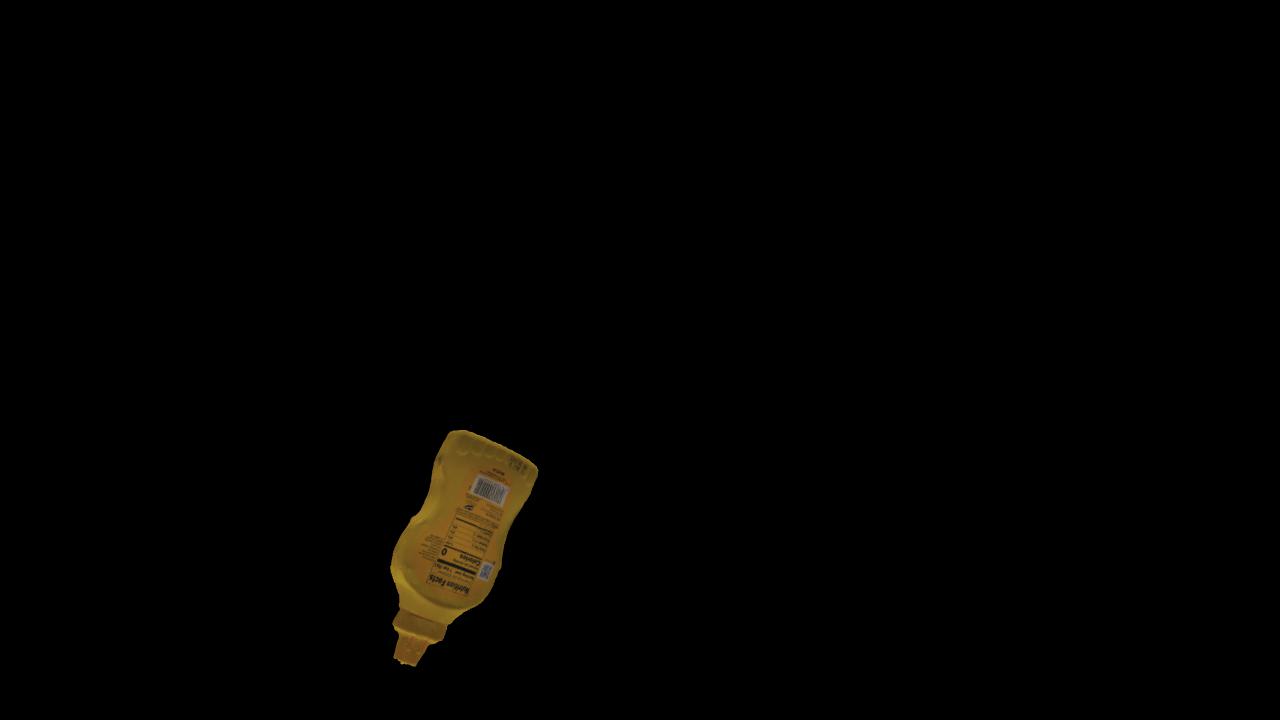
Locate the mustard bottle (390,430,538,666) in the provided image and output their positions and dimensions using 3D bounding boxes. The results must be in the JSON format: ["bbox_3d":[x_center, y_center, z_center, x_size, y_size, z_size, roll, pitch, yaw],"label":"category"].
[{"bbox_3d":[-0.157,0.158,0.517,0.054,0.184,0.092,-9,-37,45],"label":"mustard bottle"}]
